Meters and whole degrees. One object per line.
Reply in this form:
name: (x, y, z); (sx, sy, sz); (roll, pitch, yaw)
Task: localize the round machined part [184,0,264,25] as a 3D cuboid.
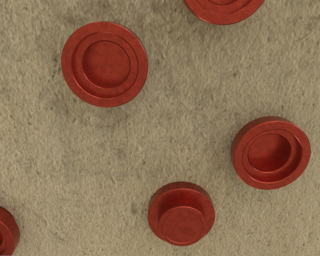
round machined part: (0.069, -0.165, 0.341); (0.099, 0.042, 0.097); (0, 110, -1)

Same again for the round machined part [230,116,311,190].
round machined part: (0.143, 0.030, 0.414); (0.099, 0.042, 0.097); (0, 110, -1)

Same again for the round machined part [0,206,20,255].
round machined part: (-0.254, 0.151, 0.453); (0.099, 0.042, 0.097); (0, 110, -1)

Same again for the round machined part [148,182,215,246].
round machined part: (0.031, 0.131, 0.450); (0.099, 0.042, 0.097); (0, 110, -1)

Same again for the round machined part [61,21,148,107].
round machined part: (-0.063, -0.077, 0.371); (0.099, 0.042, 0.097); (0, 110, -1)
